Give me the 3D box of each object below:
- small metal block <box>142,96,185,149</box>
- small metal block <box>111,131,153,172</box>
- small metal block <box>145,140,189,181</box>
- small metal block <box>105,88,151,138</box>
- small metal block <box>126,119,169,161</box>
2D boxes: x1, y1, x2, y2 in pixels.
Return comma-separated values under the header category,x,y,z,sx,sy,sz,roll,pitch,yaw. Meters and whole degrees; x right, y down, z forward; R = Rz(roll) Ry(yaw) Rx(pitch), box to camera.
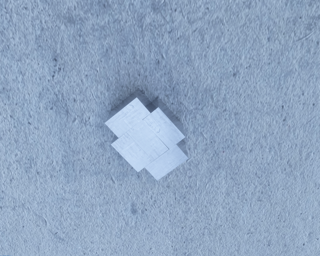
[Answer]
category,x,y,z,sx,sy,sz,roll,pitch,yaw
small metal block,0.005,-0.008,0.394,0.025,0.050,0.050,-39,106,13
small metal block,-0.034,0.022,0.405,0.025,0.050,0.050,-38,106,12
small metal block,0.008,0.035,0.410,0.050,0.050,0.025,-37,106,12
small metal block,-0.038,-0.020,0.389,0.050,0.050,0.025,-37,106,12
small metal block,-0.015,0.007,0.399,0.025,0.050,0.050,-38,106,12
